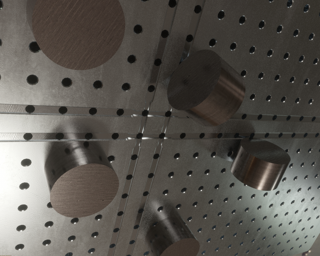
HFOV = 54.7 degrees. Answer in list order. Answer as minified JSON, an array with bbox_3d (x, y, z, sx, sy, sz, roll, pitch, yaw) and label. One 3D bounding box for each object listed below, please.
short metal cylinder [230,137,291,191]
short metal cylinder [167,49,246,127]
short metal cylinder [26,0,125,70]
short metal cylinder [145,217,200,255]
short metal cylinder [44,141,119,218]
[{"bbox_3d":[0.161,0.057,0.502,0.081,0.080,0.050,0,119,-29],"label":"short metal cylinder"},{"bbox_3d":[0.055,-0.048,0.378,0.050,0.080,0.080,29,102,-38],"label":"short metal cylinder"},{"bbox_3d":[-0.079,-0.101,0.290,0.081,0.050,0.079,-14,124,-21],"label":"short metal cylinder"},{"bbox_3d":[0.021,0.201,0.533,0.081,0.050,0.079,-14,125,-21],"label":"short metal cylinder"},{"bbox_3d":[-0.097,0.063,0.382,0.081,0.050,0.079,-14,124,-21],"label":"short metal cylinder"}]
